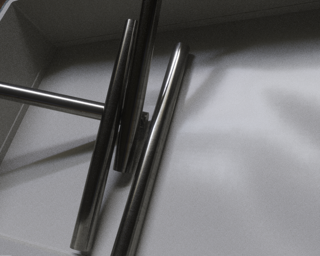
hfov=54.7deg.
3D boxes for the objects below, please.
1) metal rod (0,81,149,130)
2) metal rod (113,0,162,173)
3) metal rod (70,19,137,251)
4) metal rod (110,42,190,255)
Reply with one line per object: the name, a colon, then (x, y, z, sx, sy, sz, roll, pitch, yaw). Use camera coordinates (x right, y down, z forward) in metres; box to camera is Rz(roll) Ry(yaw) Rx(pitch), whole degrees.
metal rod: (-0.165, -0.041, 0.441, 0.301, 0.025, 0.025, 12, 66, 7)
metal rod: (-0.022, -0.092, 0.394, 0.025, 0.025, 0.298, 12, 93, 33)
metal rod: (-0.066, 0.000, 0.398, 0.025, 0.025, 0.299, 5, 77, 30)
metal rod: (-0.005, 0.012, 0.400, 0.025, 0.025, 0.300, 2, 62, 29)
